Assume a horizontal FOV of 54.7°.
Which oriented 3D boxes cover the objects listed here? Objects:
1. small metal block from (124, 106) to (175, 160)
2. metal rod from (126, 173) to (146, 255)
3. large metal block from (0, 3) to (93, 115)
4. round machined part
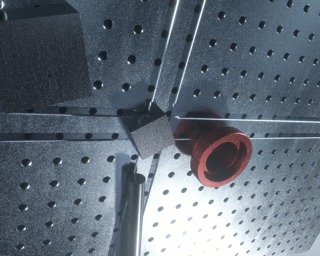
[{"bbox_3d":[-0.013,0.007,0.410,0.050,0.025,0.050,-28,128,-11],"label":"small metal block"},{"bbox_3d":[-0.044,0.201,0.512,0.025,0.025,0.298,-10,123,-24],"label":"metal rod"},{"bbox_3d":[-0.115,-0.067,0.291,0.081,0.050,0.079,-15,125,-20],"label":"large metal block"},{"bbox_3d":[0.089,0.040,0.476,0.099,0.042,0.097,-14,125,-21],"label":"round machined part"}]
